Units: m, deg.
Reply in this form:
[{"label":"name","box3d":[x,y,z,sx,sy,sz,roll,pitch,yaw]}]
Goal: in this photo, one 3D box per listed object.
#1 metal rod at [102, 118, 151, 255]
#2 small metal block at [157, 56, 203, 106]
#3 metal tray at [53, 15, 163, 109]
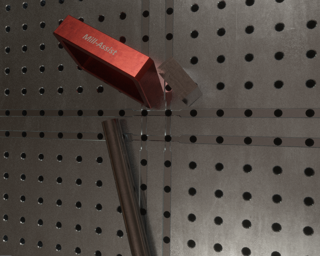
[{"label":"metal rod","box3d":[-0.035,0.134,0.423,0.025,0.025,0.298,-15,85,19]},{"label":"small metal block","box3d":[0.025,-0.057,0.388,0.025,0.050,0.050,-40,78,8]},{"label":"metal tray","box3d":[-0.063,-0.082,0.396,0.130,0.090,0.030,31,79,17]}]
